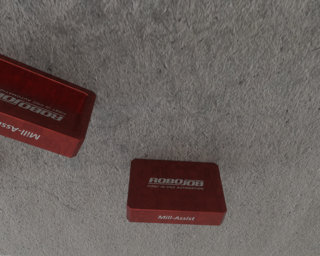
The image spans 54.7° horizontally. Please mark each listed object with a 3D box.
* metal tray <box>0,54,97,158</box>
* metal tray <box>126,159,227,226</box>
[{"bbox_3d":[-0.142,-0.027,0.339,0.131,0.090,0.030,22,127,-18],"label":"metal tray"},{"bbox_3d":[0.021,0.089,0.440,0.131,0.090,0.030,4,130,-3],"label":"metal tray"}]
